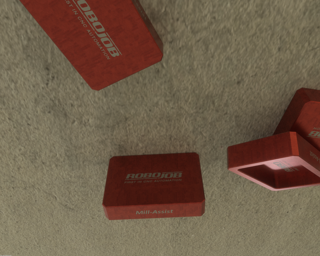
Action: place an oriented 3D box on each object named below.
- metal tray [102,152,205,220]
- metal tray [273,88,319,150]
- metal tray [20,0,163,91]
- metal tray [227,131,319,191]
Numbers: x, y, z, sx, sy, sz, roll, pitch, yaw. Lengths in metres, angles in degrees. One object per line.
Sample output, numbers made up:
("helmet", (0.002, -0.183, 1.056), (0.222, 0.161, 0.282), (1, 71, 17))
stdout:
("metal tray", (-0.008, 0.079, 0.431), (0.131, 0.090, 0.030), (-3, 130, 2))
("metal tray", (0.228, 0.000, 0.407), (0.131, 0.030, 0.089), (7, 130, -7))
("metal tray", (-0.065, -0.108, 0.311), (0.090, 0.030, 0.130), (-23, 127, 17))
("metal tray", (0.161, 0.049, 0.409), (0.090, 0.030, 0.131), (-20, 146, 40))
